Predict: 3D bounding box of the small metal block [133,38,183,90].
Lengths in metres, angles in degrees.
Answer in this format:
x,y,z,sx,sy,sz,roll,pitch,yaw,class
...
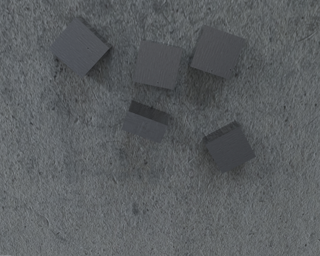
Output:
x,y,z,sx,sy,sz,roll,pitch,yaw,class
-0.003,-0.079,0.381,0.050,0.025,0.050,11,110,-4,small metal block

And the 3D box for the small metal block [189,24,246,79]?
x,y,z,sx,sy,sz,roll,pitch,yaw,class
0.068,-0.093,0.376,0.050,0.025,0.050,17,109,-7,small metal block

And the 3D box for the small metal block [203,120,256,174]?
x,y,z,sx,sy,sz,roll,pitch,yaw,class
0.094,0.026,0.420,0.050,0.025,0.050,-29,108,10,small metal block

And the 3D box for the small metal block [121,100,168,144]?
x,y,z,sx,sy,sz,roll,pitch,yaw,class
-0.018,-0.009,0.393,0.050,0.050,0.025,20,109,-8,small metal block

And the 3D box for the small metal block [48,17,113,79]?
x,y,z,sx,sy,sz,roll,pitch,yaw,class
-0.095,-0.097,0.373,0.050,0.025,0.050,43,104,-14,small metal block
